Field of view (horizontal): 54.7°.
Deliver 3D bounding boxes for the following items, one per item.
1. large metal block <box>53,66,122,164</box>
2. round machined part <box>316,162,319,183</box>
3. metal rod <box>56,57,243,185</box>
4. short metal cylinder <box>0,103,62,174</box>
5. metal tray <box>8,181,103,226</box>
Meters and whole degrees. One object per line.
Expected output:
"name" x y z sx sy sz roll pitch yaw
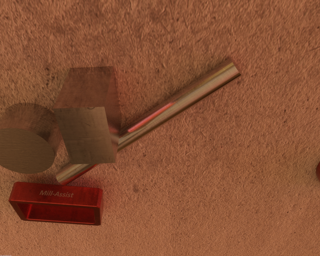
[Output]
"large metal block" -0.078 -0.015 0.357 0.050 0.080 0.079 -2 130 1
"round machined part" 0.291 0.071 0.461 0.099 0.042 0.097 -1 130 0
"metal rod" -0.030 0.003 0.409 0.300 0.025 0.025 -32 124 24
"short metal cylinder" -0.171 0.014 0.400 0.081 0.050 0.079 0 130 0
"metal tray" -0.158 0.122 0.491 0.131 0.030 0.089 6 144 -6
